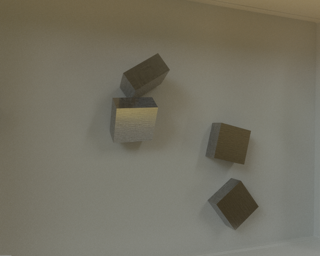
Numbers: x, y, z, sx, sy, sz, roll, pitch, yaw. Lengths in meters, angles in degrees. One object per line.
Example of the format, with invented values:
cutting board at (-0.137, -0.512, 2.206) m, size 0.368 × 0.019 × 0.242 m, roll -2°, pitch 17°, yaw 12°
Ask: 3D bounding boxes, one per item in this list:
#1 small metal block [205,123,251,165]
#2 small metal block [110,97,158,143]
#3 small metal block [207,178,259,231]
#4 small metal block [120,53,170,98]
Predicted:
small metal block at (0.098, 0.022, 0.447) m, size 0.050 × 0.025 × 0.050 m, roll 14°, pitch 85°, yaw -20°
small metal block at (-0.034, -0.010, 0.385) m, size 0.050 × 0.025 × 0.050 m, roll -3°, pitch 126°, yaw -20°
small metal block at (0.106, 0.110, 0.450) m, size 0.050 × 0.025 × 0.050 m, roll -39°, pitch 103°, yaw -16°
small metal block at (-0.020, -0.061, 0.387) m, size 0.050 × 0.050 × 0.025 m, roll -34°, pitch 87°, yaw -17°
